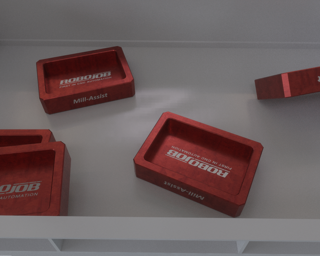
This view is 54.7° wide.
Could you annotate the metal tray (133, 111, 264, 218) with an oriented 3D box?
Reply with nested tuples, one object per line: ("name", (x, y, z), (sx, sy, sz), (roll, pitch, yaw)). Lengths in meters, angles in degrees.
("metal tray", (0.046, 0.038, 0.369), (0.130, 0.030, 0.090), (20, 53, 16))

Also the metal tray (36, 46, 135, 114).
("metal tray", (-0.111, -0.075, 0.463), (0.131, 0.030, 0.090), (-13, 51, -11))

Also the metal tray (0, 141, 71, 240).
("metal tray", (-0.160, 0.063, 0.307), (0.131, 0.030, 0.090), (-6, 50, -5))

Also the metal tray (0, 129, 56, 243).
("metal tray", (-0.177, 0.060, 0.349), (0.091, 0.030, 0.130), (0, 50, 0))

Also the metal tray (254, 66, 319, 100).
("metal tray", (0.208, -0.065, 0.416), (0.131, 0.090, 0.030), (-11, 94, -5))
